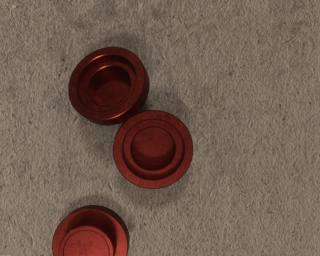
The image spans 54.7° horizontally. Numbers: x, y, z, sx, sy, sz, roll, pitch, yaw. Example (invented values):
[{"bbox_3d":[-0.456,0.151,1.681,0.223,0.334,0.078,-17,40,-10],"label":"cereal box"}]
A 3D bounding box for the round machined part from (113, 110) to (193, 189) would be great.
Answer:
[{"bbox_3d":[-0.009,0.025,0.399,0.099,0.042,0.097,0,93,-4],"label":"round machined part"}]

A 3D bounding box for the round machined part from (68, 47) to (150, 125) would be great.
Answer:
[{"bbox_3d":[-0.060,-0.049,0.390,0.098,0.042,0.098,-4,71,12],"label":"round machined part"}]

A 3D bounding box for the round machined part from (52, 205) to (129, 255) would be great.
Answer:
[{"bbox_3d":[-0.091,0.153,0.400,0.099,0.042,0.097,0,90,-1],"label":"round machined part"}]
